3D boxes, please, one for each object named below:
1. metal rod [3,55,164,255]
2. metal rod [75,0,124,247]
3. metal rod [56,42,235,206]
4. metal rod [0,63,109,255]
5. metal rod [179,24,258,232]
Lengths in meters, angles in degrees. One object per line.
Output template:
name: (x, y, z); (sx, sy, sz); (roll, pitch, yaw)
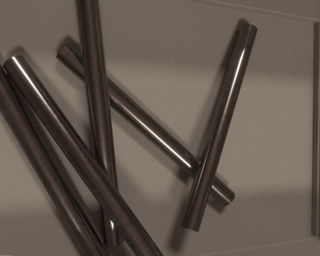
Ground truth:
metal rod: (-0.080, 0.048, 0.350); (0.025, 0.025, 0.299); (-35, 90, -17)
metal rod: (-0.070, -0.004, 0.365); (0.025, 0.025, 0.298); (-8, 100, -20)
metal rod: (-0.008, 0.005, 0.408); (0.300, 0.025, 0.025); (42, 77, -16)
metal rod: (-0.137, 0.037, 0.360); (0.025, 0.025, 0.299); (-29, 100, -18)
metal rod: (0.084, -0.011, 0.424); (0.025, 0.025, 0.299); (24, 75, -19)
